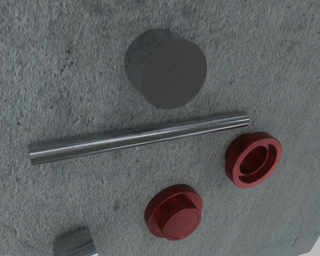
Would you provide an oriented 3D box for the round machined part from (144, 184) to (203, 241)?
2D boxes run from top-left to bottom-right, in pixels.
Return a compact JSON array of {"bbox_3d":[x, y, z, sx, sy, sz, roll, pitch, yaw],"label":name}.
[{"bbox_3d":[0.028,0.143,0.501,0.099,0.042,0.097,-14,125,-21],"label":"round machined part"}]

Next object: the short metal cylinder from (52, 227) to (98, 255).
[{"bbox_3d":[-0.110,0.184,0.426,0.050,0.080,0.079,-19,126,-18],"label":"short metal cylinder"}]

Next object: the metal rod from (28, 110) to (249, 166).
[{"bbox_3d":[-0.009,0.008,0.408,0.303,0.025,0.025,-9,123,-24],"label":"metal rod"}]

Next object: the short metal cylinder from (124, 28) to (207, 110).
[{"bbox_3d":[0.006,-0.068,0.354,0.081,0.050,0.079,-14,125,-21],"label":"short metal cylinder"}]

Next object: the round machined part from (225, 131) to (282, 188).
[{"bbox_3d":[0.147,0.048,0.508,0.099,0.042,0.097,-14,125,-21],"label":"round machined part"}]
